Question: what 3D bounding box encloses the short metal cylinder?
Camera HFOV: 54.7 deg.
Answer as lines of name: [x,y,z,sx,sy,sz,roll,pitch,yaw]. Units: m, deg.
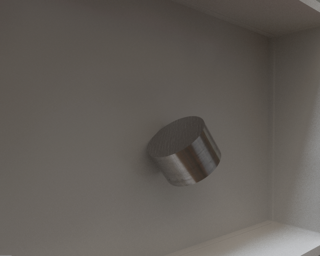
short metal cylinder: [0.031,0.029,0.399,0.080,0.080,0.050,-47,118,-30]
